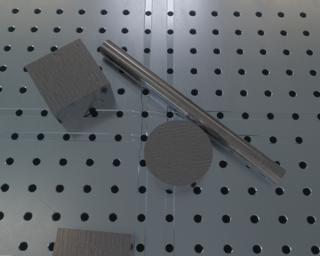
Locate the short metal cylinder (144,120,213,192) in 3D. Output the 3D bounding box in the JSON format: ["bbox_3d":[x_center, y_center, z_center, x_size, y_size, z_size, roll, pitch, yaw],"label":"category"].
[{"bbox_3d":[0.022,0.036,0.385,0.081,0.050,0.080,0,70,0],"label":"short metal cylinder"}]

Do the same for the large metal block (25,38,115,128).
[{"bbox_3d":[-0.119,-0.060,0.420,0.080,0.050,0.080,-31,73,-11],"label":"large metal block"}]

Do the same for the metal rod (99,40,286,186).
[{"bbox_3d":[0.035,-0.028,0.421,0.300,0.025,0.025,38,74,12],"label":"metal rod"}]

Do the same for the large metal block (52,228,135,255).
[{"bbox_3d":[-0.073,0.156,0.341,0.080,0.050,0.080,5,70,1],"label":"large metal block"}]
